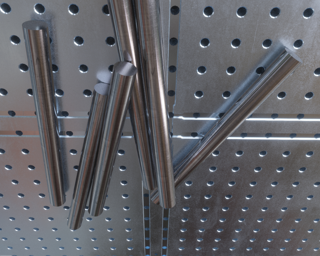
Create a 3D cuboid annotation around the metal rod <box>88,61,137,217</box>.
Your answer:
[{"bbox_3d":[-0.073,0.039,0.426,0.025,0.025,0.298,11,135,-9],"label":"metal rod"}]

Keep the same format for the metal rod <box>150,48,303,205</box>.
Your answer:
[{"bbox_3d":[0.072,0.017,0.426,0.025,0.025,0.298,25,126,-20],"label":"metal rod"}]

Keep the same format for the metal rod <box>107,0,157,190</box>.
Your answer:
[{"bbox_3d":[-0.027,-0.026,0.389,0.025,0.025,0.298,-4,130,3],"label":"metal rod"}]

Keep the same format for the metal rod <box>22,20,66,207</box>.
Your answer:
[{"bbox_3d":[-0.148,0.006,0.415,0.025,0.025,0.298,6,130,-5],"label":"metal rod"}]

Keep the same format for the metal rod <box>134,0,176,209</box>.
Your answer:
[{"bbox_3d":[-0.001,-0.009,0.386,0.025,0.025,0.298,-4,125,3],"label":"metal rod"}]

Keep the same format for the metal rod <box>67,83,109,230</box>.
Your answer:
[{"bbox_3d":[-0.110,0.062,0.463,0.025,0.025,0.298,13,129,-11],"label":"metal rod"}]
